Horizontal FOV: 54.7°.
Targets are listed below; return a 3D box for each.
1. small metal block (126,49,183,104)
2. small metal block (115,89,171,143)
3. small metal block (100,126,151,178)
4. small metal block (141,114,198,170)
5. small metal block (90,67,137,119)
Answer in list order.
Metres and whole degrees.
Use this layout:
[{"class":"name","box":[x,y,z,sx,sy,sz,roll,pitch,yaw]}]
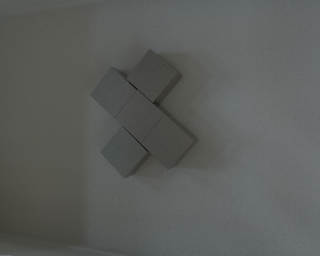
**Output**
[{"class":"small metal block","box":[-0.007,-0.067,0.410,0.050,0.025,0.050,43,102,14]},{"class":"small metal block","box":[-0.023,-0.015,0.416,0.050,0.025,0.050,43,103,15]},{"class":"small metal block","box":[-0.045,0.032,0.425,0.050,0.025,0.050,45,104,14]},{"class":"small metal block","box":[0.012,0.018,0.404,0.050,0.025,0.050,43,103,15]},{"class":"small metal block","box":[-0.060,-0.048,0.429,0.050,0.025,0.050,43,103,15]}]
